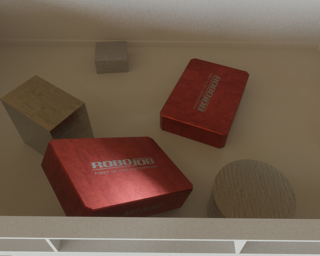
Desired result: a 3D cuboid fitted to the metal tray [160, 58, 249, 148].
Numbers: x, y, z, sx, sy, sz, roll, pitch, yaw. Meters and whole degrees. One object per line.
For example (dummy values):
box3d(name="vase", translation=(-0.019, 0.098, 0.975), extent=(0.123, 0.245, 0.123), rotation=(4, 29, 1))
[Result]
box3d(name="metal tray", translation=(0.065, -0.040, 0.437), extent=(0.090, 0.030, 0.130), rotation=(18, 52, 14))

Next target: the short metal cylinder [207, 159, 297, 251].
box3d(name="short metal cylinder", translation=(0.092, 0.080, 0.323), extent=(0.081, 0.050, 0.080), rotation=(0, 50, 0))

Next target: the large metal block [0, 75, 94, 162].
box3d(name="large metal block", translation=(-0.130, -0.005, 0.371), extent=(0.080, 0.080, 0.050), rotation=(29, 56, 21))

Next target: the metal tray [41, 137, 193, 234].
box3d(name="metal tray", translation=(-0.040, 0.049, 0.315), extent=(0.131, 0.030, 0.090), rotation=(0, 37, -44))

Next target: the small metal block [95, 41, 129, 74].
box3d(name="small metal block", translation=(-0.077, -0.115, 0.500), extent=(0.050, 0.025, 0.050), rotation=(-4, 50, -4))
